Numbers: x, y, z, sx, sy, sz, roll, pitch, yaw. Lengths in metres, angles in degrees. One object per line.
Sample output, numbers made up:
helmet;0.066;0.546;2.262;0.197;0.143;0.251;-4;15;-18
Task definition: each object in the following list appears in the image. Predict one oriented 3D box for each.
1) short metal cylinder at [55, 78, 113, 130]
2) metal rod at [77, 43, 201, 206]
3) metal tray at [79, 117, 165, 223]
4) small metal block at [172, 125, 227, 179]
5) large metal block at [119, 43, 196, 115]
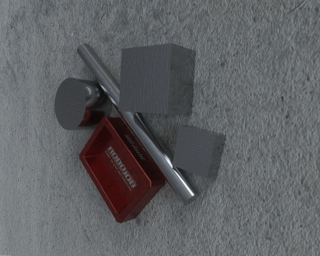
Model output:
short metal cylinder;-0.121;-0.036;0.487;0.080;0.050;0.079;0;90;39
metal rod;-0.043;-0.021;0.439;0.025;0.025;0.300;-52;60;27
metal tray;-0.060;0.058;0.450;0.130;0.030;0.090;52;120;27
small metal block;0.046;0.027;0.367;0.050;0.025;0.050;17;101;38
large metal block;-0.004;-0.058;0.392;0.080;0.050;0.079;6;94;39
